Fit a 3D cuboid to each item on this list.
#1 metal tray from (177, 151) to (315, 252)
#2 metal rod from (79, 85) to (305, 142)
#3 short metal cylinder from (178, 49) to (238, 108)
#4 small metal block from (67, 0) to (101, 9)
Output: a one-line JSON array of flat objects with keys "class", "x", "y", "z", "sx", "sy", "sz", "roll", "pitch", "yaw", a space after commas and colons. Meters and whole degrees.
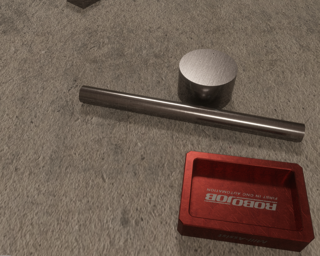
[{"class": "metal tray", "x": 0.089, "y": 0.076, "z": 0.336, "sx": 0.131, "sy": 0.030, "sz": 0.090, "roll": 7, "pitch": 50, "yaw": 5}, {"class": "metal rod", "x": 0.036, "y": -0.021, "z": 0.421, "sx": 0.301, "sy": 0.025, "sz": 0.025, "roll": 11, "pitch": 51, "yaw": 8}, {"class": "short metal cylinder", "x": 0.067, "y": -0.069, "z": 0.446, "sx": 0.081, "sy": 0.050, "sz": 0.080, "roll": 0, "pitch": 50, "yaw": 0}, {"class": "small metal block", "x": -0.156, "y": -0.271, "z": 0.629, "sx": 0.050, "sy": 0.025, "sz": 0.050, "roll": 32, "pitch": 57, "yaw": 23}]
